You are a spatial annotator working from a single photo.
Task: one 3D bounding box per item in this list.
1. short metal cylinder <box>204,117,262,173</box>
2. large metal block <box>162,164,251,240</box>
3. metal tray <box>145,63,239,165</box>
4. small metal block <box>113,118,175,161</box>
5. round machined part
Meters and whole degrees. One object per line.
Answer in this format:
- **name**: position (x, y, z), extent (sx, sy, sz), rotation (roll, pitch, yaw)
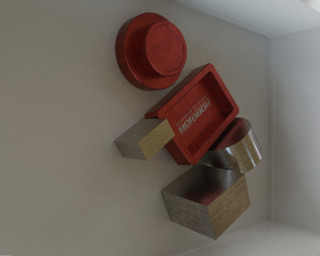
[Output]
- **short metal cylinder**: position (0.105, 0.028, 0.461), extent (0.080, 0.080, 0.050), rotation (-44, 117, -31)
- **large metal block**: position (0.064, 0.096, 0.425), extent (0.081, 0.080, 0.050), rotation (-29, 113, -37)
- **metal tray**: position (0.051, -0.021, 0.439), extent (0.131, 0.030, 0.090), rotation (-45, 109, -31)
- **small metal block**: position (-0.019, 0.013, 0.376), extent (0.050, 0.050, 0.025), rotation (-41, 116, -32)
- **round machined part**: position (-0.004, -0.098, 0.394), extent (0.099, 0.042, 0.097), rotation (0, 90, -40)
